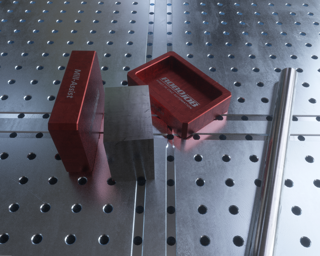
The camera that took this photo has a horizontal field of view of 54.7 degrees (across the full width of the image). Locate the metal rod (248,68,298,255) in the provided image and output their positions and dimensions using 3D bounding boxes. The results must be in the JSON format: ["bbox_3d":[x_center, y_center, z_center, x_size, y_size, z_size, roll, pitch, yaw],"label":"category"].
[{"bbox_3d":[0.148,0.025,0.387,0.025,0.025,0.301,16,52,13],"label":"metal rod"}]

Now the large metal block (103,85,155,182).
[{"bbox_3d":[-0.035,0.007,0.365,0.050,0.080,0.080,-4,50,-3],"label":"large metal block"}]

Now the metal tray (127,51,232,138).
[{"bbox_3d":[0.025,-0.054,0.449,0.091,0.030,0.130,-32,57,-24],"label":"metal tray"}]

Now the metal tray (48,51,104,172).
[{"bbox_3d":[-0.096,-0.022,0.383,0.030,0.089,0.130,1,50,1],"label":"metal tray"}]
